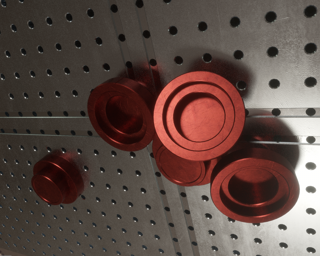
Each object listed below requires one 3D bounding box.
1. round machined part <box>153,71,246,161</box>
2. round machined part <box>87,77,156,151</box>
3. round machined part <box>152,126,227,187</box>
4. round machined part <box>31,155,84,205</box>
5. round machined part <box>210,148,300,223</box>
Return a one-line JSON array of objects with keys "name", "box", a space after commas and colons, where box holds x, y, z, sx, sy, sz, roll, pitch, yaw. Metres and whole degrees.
[{"name": "round machined part", "box": [0.045, -0.011, 0.348, 0.098, 0.042, 0.097, -1, 84, 13]}, {"name": "round machined part", "box": [-0.042, -0.021, 0.407, 0.098, 0.042, 0.097, 13, 123, 21]}, {"name": "round machined part", "box": [0.034, 0.037, 0.405, 0.098, 0.042, 0.097, 13, 124, 20]}, {"name": "round machined part", "box": [-0.191, 0.100, 0.560, 0.098, 0.042, 0.097, 13, 124, 20]}, {"name": "round machined part", "box": [0.110, 0.064, 0.371, 0.099, 0.042, 0.097, 4, 120, 7]}]
